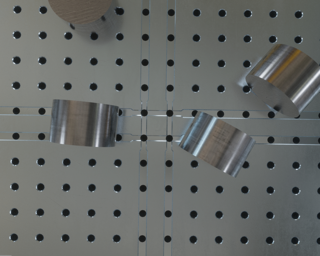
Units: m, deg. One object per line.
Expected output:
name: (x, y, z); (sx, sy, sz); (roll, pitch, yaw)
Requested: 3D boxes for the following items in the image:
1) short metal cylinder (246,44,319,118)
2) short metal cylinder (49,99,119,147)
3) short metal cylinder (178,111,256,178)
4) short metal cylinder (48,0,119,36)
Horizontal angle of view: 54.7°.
short metal cylinder: (0.156, -0.058, 0.387); (0.080, 0.080, 0.050); (41, 90, 0)
short metal cylinder: (-0.093, -0.006, 0.385); (0.080, 0.080, 0.050); (6, 90, 0)
short metal cylinder: (0.071, 0.020, 0.386); (0.080, 0.080, 0.050); (29, 90, 0)
short metal cylinder: (-0.097, -0.166, 0.400); (0.081, 0.050, 0.079); (0, 90, 0)
